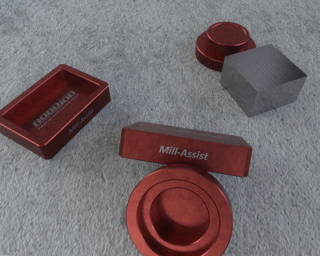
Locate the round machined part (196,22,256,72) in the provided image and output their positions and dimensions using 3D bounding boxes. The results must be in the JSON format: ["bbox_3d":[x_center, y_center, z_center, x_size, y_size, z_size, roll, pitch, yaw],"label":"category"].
[{"bbox_3d":[0.109,-0.139,0.510,0.099,0.042,0.098,0,50,0],"label":"round machined part"}]

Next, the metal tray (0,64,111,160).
[{"bbox_3d":[-0.141,-0.028,0.421,0.090,0.030,0.130,25,54,19],"label":"metal tray"}]

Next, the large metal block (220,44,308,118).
[{"bbox_3d":[0.146,-0.070,0.448,0.081,0.050,0.080,-18,53,-15],"label":"large metal block"}]

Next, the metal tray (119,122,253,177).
[{"bbox_3d":[0.029,0.020,0.348,0.131,0.030,0.090,9,7,7],"label":"metal tray"}]

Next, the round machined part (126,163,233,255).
[{"bbox_3d":[0.020,0.082,0.301,0.098,0.042,0.097,1,94,13],"label":"round machined part"}]
